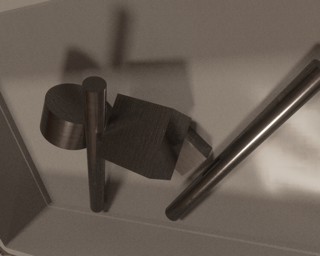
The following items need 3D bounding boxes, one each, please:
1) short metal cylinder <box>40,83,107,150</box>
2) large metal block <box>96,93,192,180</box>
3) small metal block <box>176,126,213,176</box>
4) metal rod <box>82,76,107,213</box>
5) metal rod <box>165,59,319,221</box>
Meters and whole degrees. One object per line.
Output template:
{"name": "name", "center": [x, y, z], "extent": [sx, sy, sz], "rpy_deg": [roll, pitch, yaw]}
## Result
{"name": "short metal cylinder", "center": [-0.118, -0.016, 0.423], "extent": [0.080, 0.080, 0.050], "rpy_deg": [33, 129, 6]}
{"name": "large metal block", "center": [-0.019, 0.011, 0.374], "extent": [0.080, 0.050, 0.080], "rpy_deg": [18, 88, 31]}
{"name": "small metal block", "center": [0.031, 0.028, 0.408], "extent": [0.050, 0.025, 0.050], "rpy_deg": [44, 129, -3]}
{"name": "metal rod", "center": [-0.090, 0.047, 0.438], "extent": [0.025, 0.025, 0.298], "rpy_deg": [27, 142, 11]}
{"name": "metal rod", "center": [0.087, 0.038, 0.385], "extent": [0.025, 0.025, 0.298], "rpy_deg": [38, 129, 2]}
